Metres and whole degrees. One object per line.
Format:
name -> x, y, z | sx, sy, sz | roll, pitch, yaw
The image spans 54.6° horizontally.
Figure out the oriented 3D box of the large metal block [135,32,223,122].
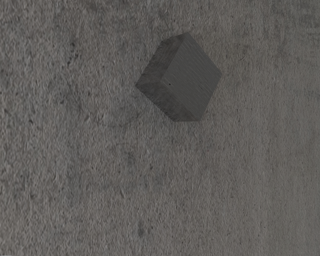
large metal block -> 0.027, -0.064, 0.410 | 0.080, 0.050, 0.080 | 42, 65, -32
